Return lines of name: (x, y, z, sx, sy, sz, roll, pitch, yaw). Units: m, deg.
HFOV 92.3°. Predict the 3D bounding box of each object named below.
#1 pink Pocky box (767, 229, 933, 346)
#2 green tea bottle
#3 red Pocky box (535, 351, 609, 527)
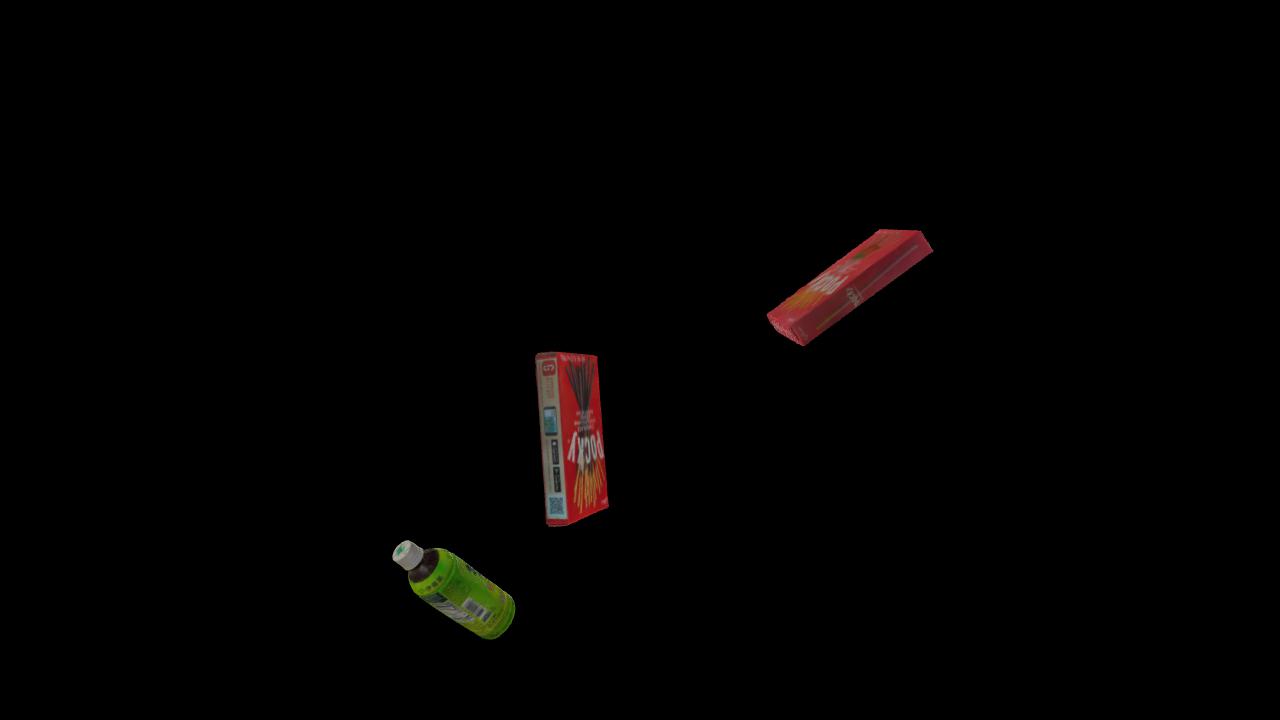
pink Pocky box: (0.207, -0.076, 0.625, 0.155, 0.029, 0.084, -37, 13, 4)
green tea bottle: (-0.261, 0.318, 0.862, 0.073, 0.073, 0.212, 0, -42, 36)
red Pocky box: (-0.062, 0.070, 0.579, 0.028, 0.155, 0.083, -6, -3, 21)
